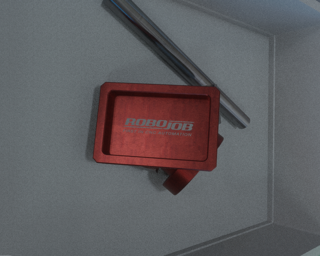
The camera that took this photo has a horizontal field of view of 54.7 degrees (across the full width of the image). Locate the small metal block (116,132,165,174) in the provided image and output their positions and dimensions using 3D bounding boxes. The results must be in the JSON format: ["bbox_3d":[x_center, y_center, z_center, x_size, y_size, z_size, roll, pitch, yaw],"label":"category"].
[{"bbox_3d":[-0.020,0.022,0.373,0.025,0.050,0.050,77,30,-73],"label":"small metal block"}]

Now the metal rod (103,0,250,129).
[{"bbox_3d":[0.042,-0.082,0.444,0.301,0.025,0.025,36,68,-34],"label":"metal rod"}]

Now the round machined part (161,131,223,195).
[{"bbox_3d":[0.035,0.036,0.403,0.042,0.098,0.098,41,60,6],"label":"round machined part"}]

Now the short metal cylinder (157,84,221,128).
[{"bbox_3d":[0.037,-0.027,0.404,0.081,0.080,0.050,-12,98,-40],"label":"short metal cylinder"}]

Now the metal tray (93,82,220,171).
[{"bbox_3d":[-0.002,-0.001,0.343,0.030,0.131,0.090,57,37,-79],"label":"metal tray"}]
